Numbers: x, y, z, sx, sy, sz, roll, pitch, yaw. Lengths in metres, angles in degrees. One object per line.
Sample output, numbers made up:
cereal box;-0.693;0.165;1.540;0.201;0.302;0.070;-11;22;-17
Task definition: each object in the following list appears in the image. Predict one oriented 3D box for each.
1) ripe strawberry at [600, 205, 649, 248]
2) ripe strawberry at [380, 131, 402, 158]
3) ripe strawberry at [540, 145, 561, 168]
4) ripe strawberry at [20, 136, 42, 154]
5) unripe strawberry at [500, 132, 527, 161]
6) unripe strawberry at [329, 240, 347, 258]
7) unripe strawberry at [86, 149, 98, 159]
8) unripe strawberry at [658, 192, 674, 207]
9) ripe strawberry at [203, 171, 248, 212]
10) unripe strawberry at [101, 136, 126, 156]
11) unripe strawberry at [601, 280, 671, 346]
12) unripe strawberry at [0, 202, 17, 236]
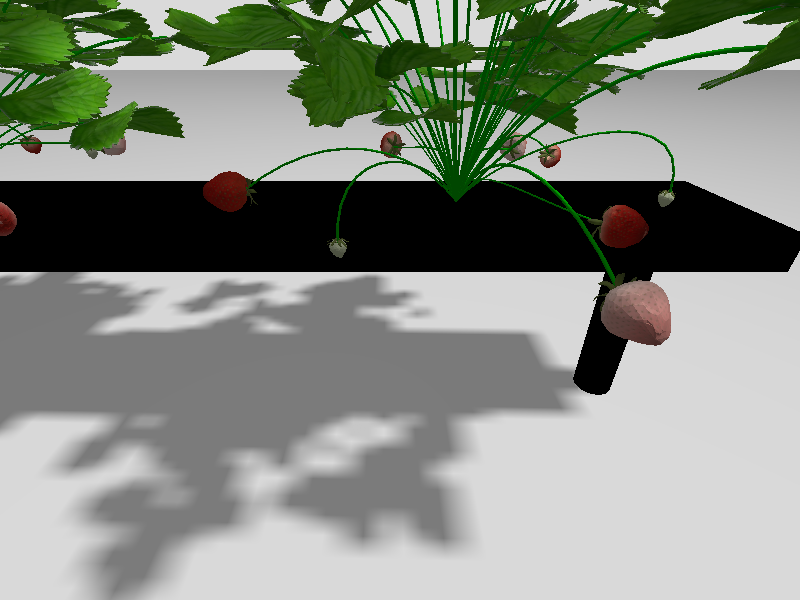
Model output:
ripe strawberry;0.146;-0.047;0.261;0.025;0.029;0.027;-26;40;-36
ripe strawberry;-0.012;-0.194;0.499;0.027;0.031;0.030;-10;32;-16
ripe strawberry;0.172;-0.162;0.453;0.022;0.025;0.023;28;13;37
ripe strawberry;-0.480;-0.202;0.524;0.021;0.022;0.023;-12;-17;-18
unripe strawberry;0.140;-0.189;0.493;0.032;0.033;0.034;16;34;24
unripe strawberry;-0.038;-0.031;0.244;0.010;0.011;0.011;20;37;29
unripe strawberry;-0.367;-0.174;0.477;0.011;0.011;0.011;7;32;11
unripe strawberry;0.209;-0.079;0.316;0.011;0.012;0.011;7;32;12
ripe strawberry;-0.141;-0.088;0.326;0.035;0.030;0.035;-5;32;-6
unripe strawberry;-0.375;-0.209;0.521;0.036;0.038;0.038;4;31;6
unripe strawberry;0.105;0.007;0.177;0.027;0.028;0.029;-8;45;-13
unripe strawberry;-0.283;-0.057;0.279;0.026;0.027;0.024;21;37;29
